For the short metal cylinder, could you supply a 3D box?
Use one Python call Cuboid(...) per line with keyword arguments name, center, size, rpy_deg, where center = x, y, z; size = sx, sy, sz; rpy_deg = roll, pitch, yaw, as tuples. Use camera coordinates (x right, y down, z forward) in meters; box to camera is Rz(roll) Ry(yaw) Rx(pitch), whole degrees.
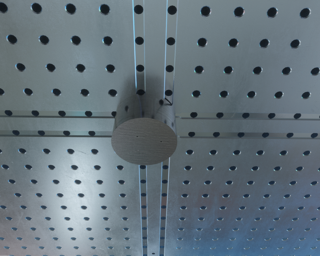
Cuboid(name="short metal cylinder", center=(-0.019, 0.002, 0.397), size=(0.081, 0.050, 0.079), rpy_deg=(-1, 130, 0))
